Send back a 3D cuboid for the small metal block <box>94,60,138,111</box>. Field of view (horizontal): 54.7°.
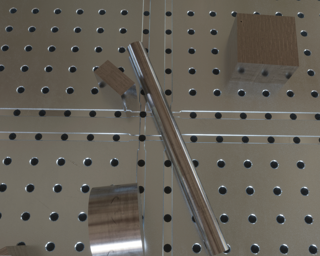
[{"bbox_3d":[-0.058,-0.056,0.418,0.050,0.050,0.025,41,75,13],"label":"small metal block"}]

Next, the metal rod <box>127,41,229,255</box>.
[{"bbox_3d":[0.016,0.013,0.407,0.025,0.025,0.299,-19,71,-7],"label":"metal rod"}]

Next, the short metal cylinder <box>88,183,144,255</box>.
[{"bbox_3d":[-0.046,0.104,0.344,0.050,0.080,0.080,-6,70,-2],"label":"short metal cylinder"}]

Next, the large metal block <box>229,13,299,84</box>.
[{"bbox_3d":[0.145,-0.112,0.441,0.081,0.050,0.080,4,70,1],"label":"large metal block"}]

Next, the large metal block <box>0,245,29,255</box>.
[{"bbox_3d":[-0.178,0.183,0.329,0.080,0.050,0.080,-27,73,-10],"label":"large metal block"}]
